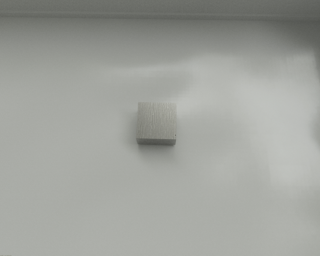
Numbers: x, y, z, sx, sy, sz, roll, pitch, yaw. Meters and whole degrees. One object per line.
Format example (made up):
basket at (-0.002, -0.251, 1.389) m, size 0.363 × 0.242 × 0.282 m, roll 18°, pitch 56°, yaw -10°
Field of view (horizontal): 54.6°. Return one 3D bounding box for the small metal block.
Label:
small metal block at (-0.004, -0.006, 0.408) m, size 0.050 × 0.025 × 0.050 m, roll 2°, pitch 70°, yaw 1°
